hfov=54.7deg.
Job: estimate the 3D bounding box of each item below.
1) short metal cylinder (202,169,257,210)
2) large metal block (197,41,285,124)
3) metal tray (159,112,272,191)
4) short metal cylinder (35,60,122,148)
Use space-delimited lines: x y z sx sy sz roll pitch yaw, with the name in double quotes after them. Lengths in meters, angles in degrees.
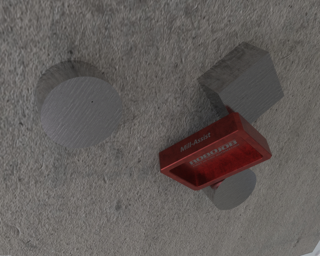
0.107 0.085 0.502 0.081 0.050 0.079 -14 124 -21 "short metal cylinder"
0.110 -0.054 0.417 0.080 0.050 0.080 -40 130 -1 "large metal block"
0.075 0.038 0.431 0.130 0.030 0.090 -31 135 27 "metal tray"
-0.086 -0.025 0.328 0.081 0.050 0.079 -14 124 -21 "short metal cylinder"
